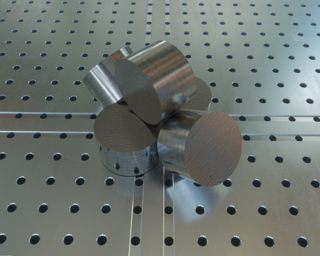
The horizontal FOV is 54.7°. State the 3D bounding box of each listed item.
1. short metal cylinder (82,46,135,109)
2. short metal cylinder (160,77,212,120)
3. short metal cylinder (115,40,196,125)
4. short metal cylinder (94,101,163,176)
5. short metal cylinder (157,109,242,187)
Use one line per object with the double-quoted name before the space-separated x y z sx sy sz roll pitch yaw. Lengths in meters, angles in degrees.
"short metal cylinder" -0.055 -0.065 0.417 0.080 0.080 0.050 -39 94 -28
"short metal cylinder" 0.026 -0.028 0.415 0.081 0.050 0.080 0 50 0
"short metal cylinder" -0.006 -0.051 0.348 0.050 0.080 0.080 -34 58 -25
"short metal cylinder" -0.037 0.012 0.380 0.081 0.050 0.080 0 50 0
"short metal cylinder" 0.044 0.020 0.346 0.080 0.080 0.050 -33 22 -25
